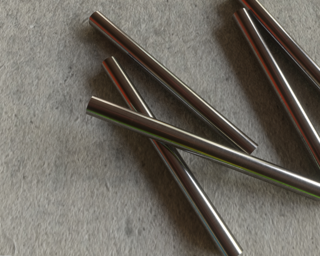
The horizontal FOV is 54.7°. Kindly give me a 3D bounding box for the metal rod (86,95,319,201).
[{"bbox_3d":[0.056,0.025,0.379,0.301,0.025,0.025,21,71,-1],"label":"metal rod"}]

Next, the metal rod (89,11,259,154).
[{"bbox_3d":[0.010,-0.067,0.432,0.300,0.025,0.025,42,75,13],"label":"metal rod"}]

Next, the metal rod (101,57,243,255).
[{"bbox_3d":[0.006,0.027,0.398,0.025,0.025,0.299,-30,73,-11],"label":"metal rod"}]

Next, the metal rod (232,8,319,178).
[{"bbox_3d":[0.173,-0.042,0.425,0.025,0.025,0.299,-19,71,-7],"label":"metal rod"}]

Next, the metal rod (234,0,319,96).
[{"bbox_3d":[0.201,-0.099,0.446,0.025,0.025,0.299,-31,73,-11],"label":"metal rod"}]
